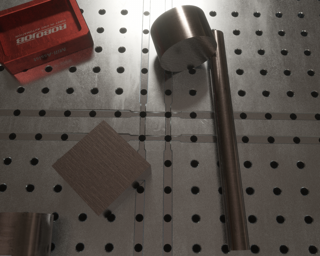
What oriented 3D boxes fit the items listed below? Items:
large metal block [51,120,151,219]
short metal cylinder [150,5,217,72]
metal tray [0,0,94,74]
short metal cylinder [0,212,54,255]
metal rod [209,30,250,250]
[{"bbox_3d":[-0.068,0.051,0.379,0.080,0.050,0.080,43,75,13],"label":"large metal block"},{"bbox_3d":[0.032,-0.121,0.427,0.081,0.080,0.050,-15,71,-6],"label":"short metal cylinder"},{"bbox_3d":[-0.177,-0.144,0.459,0.131,0.030,0.090,-23,72,-9],"label":"metal tray"},{"bbox_3d":[-0.160,0.121,0.336,0.081,0.080,0.050,-1,70,-1],"label":"short metal cylinder"},{"bbox_3d":[0.087,0.002,0.412,0.025,0.025,0.299,-2,70,-1],"label":"metal rod"}]
